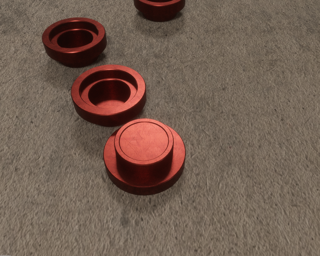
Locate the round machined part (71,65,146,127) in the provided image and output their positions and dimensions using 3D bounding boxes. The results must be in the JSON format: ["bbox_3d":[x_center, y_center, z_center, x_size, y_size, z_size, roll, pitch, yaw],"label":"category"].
[{"bbox_3d":[-0.068,-0.040,0.425,0.099,0.042,0.098,0,50,0],"label":"round machined part"}]

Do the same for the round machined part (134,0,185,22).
[{"bbox_3d":[-0.001,-0.240,0.594,0.099,0.042,0.098,0,50,0],"label":"round machined part"}]

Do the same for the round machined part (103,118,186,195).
[{"bbox_3d":[-0.018,0.027,0.369,0.099,0.042,0.098,0,50,0],"label":"round machined part"}]

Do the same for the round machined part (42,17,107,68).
[{"bbox_3d":[-0.136,-0.135,0.504,0.099,0.042,0.098,0,50,0],"label":"round machined part"}]
